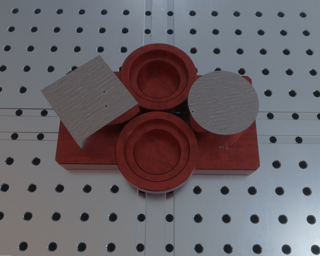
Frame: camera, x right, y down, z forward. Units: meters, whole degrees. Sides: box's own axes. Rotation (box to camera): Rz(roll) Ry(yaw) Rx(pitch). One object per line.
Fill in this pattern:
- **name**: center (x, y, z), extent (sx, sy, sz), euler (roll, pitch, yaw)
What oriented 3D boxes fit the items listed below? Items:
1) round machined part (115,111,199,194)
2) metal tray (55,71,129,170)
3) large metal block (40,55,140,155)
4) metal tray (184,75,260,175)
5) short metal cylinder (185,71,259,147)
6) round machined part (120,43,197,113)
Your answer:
- **round machined part**: center (-0.003, 0.032, 0.381), extent (0.099, 0.042, 0.098), euler (0, 70, 0)
- **metal tray**: center (-0.082, -0.012, 0.412), extent (0.091, 0.030, 0.130), euler (1, 70, -1)
- **large metal block**: center (-0.081, -0.027, 0.376), extent (0.080, 0.050, 0.080), euler (-35, 74, -12)
- **metal tray**: center (0.077, -0.006, 0.409), extent (0.091, 0.030, 0.130), euler (1, 70, 0)
- **short metal cylinder**: center (0.072, -0.022, 0.374), extent (0.081, 0.050, 0.080), euler (0, 70, 0)
- **round machined part**: center (-0.002, -0.061, 0.415), extent (0.099, 0.042, 0.098), euler (0, 70, 0)
